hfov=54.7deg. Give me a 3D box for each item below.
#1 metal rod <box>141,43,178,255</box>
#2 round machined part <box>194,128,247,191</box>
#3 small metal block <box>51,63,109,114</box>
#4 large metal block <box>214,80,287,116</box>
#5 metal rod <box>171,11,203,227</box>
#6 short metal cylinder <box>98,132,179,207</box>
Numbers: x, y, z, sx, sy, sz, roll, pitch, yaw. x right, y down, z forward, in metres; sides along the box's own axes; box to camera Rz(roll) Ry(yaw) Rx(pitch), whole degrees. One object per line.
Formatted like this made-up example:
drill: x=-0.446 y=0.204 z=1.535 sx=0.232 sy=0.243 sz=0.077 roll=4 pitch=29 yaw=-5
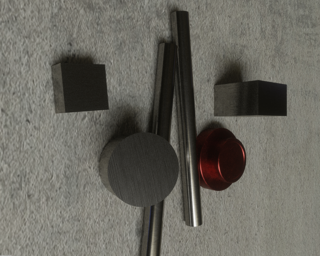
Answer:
metal rod: x=-0.001 y=0.038 z=0.405 sx=0.025 sy=0.025 sz=0.298 roll=8 pitch=85 yaw=-40
round machined part: x=0.096 y=0.048 z=0.477 sx=0.099 sy=0.042 sz=0.097 roll=0 pitch=90 yaw=-40
small metal block: x=-0.086 y=-0.043 z=0.334 sx=0.050 sy=0.025 sz=0.050 roll=-8 pitch=95 yaw=-40
large metal block: x=0.143 y=-0.043 z=0.492 sx=0.081 sy=0.080 sz=0.050 roll=-1 pitch=91 yaw=-40
metal rod: x=0.038 y=-0.010 z=0.438 sx=0.025 sy=0.025 sz=0.298 roll=-7 pitch=95 yaw=-40
short metal cylinder: x=-0.025 y=0.045 z=0.354 sx=0.081 sy=0.050 sz=0.080 roll=1 pitch=88 yaw=-22
